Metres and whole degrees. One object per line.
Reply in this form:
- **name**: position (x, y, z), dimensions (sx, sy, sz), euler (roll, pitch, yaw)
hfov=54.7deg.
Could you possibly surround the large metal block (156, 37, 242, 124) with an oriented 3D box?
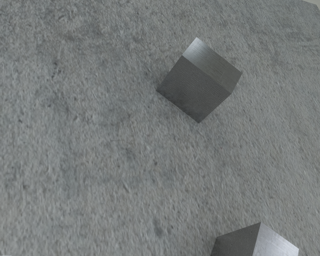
- **large metal block**: position (0.054, -0.065, 0.439), dimensions (0.080, 0.080, 0.050), euler (37, 51, -4)

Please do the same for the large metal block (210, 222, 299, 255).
- **large metal block**: position (0.090, 0.155, 0.324), dimensions (0.050, 0.080, 0.080), euler (36, 51, -5)
